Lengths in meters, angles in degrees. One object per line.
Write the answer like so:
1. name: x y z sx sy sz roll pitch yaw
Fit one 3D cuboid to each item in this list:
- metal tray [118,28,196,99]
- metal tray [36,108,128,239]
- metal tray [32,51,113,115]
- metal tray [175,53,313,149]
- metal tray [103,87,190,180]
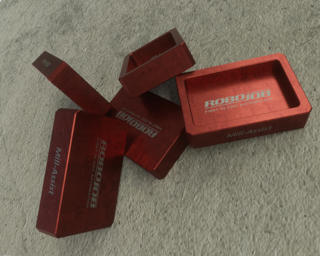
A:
1. metal tray: -0.006 -0.093 0.423 0.090 0.030 0.130 -27 23 10
2. metal tray: -0.083 0.049 0.350 0.030 0.090 0.129 6 85 31
3. metal tray: -0.130 -0.063 0.449 0.030 0.090 0.130 -49 35 -6
4. metal tray: 0.089 -0.033 0.354 0.131 0.030 0.090 -11 55 4
5. metal tray: -0.023 -0.001 0.413 0.130 0.030 0.090 29 77 37
